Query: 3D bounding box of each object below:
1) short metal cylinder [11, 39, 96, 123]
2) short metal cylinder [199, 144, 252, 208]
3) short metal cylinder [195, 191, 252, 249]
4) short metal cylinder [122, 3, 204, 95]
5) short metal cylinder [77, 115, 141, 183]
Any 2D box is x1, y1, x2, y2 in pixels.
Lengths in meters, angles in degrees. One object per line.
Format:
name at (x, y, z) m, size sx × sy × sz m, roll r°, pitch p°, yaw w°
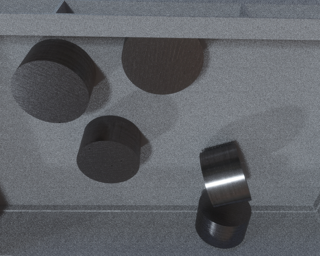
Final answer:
short metal cylinder at (-0.116, -0.052, 0.347) m, size 0.081 × 0.050 × 0.079 m, roll 0°, pitch 130°, yaw 0°
short metal cylinder at (0.091, 0.067, 0.431) m, size 0.050 × 0.080 × 0.080 m, roll -17°, pitch 128°, yaw 13°
short metal cylinder at (0.099, 0.141, 0.491) m, size 0.081 × 0.080 × 0.050 m, roll 2°, pitch 122°, yaw -2°
short metal cylinder at (0.003, -0.082, 0.323) m, size 0.081 × 0.050 × 0.079 m, roll 0°, pitch 130°, yaw 0°
short metal cylinder at (-0.066, 0.029, 0.417) m, size 0.081 × 0.050 × 0.079 m, roll 0°, pitch 130°, yaw 0°
